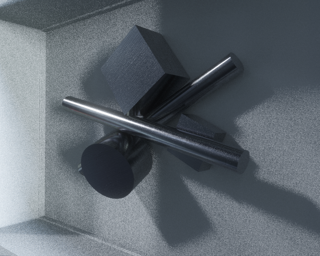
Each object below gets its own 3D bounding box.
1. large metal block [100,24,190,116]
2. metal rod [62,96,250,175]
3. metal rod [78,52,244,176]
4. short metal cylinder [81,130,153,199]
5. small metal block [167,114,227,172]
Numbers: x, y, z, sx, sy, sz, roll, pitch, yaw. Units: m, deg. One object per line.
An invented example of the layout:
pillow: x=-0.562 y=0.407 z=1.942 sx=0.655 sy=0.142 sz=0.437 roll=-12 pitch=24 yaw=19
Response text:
large metal block: x=-0.021 y=-0.071 z=0.403 sx=0.080 sy=0.050 sz=0.080 roll=-43 pitch=64 yaw=31
metal rod: x=-0.031 y=-0.002 z=0.395 sx=0.300 sy=0.025 sz=0.025 roll=18 pitch=101 yaw=38
metal rod: x=-0.020 y=-0.003 z=0.418 sx=0.299 sy=0.025 sz=0.025 roll=-34 pitch=69 yaw=34
short metal cylinder: x=-0.057 y=0.047 z=0.415 sx=0.080 sy=0.050 sz=0.079 roll=11 pitch=116 yaw=23
small metal block: x=0.042 y=0.016 z=0.366 sx=0.050 sy=0.025 sz=0.050 roll=33 pitch=110 yaw=34
